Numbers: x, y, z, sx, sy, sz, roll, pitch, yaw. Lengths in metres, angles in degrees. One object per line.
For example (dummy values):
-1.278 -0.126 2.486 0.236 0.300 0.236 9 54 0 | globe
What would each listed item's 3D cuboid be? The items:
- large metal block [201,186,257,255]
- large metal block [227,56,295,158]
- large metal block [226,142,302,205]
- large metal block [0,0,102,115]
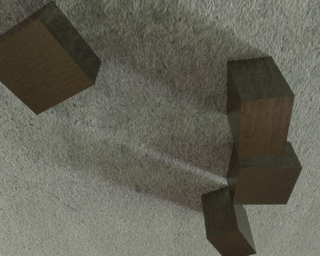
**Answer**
0.111 0.155 0.504 0.050 0.080 0.080 -24 126 18 | large metal block
0.108 -0.024 0.352 0.050 0.080 0.080 -6 130 5 | large metal block
0.146 0.066 0.448 0.081 0.050 0.079 0 130 0 | large metal block
-0.123 -0.072 0.328 0.080 0.050 0.080 -24 126 19 | large metal block
